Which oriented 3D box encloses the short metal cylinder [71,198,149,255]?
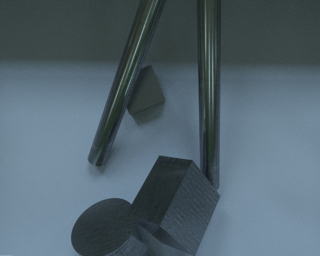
[{"bbox_3d":[-0.059,0.133,0.376,0.080,0.080,0.050,-19,125,-1],"label":"short metal cylinder"}]

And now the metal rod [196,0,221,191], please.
[{"bbox_3d":[0.056,-0.057,0.351,0.025,0.025,0.298,-5,115,0],"label":"metal rod"}]

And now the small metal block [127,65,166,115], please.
[{"bbox_3d":[-0.025,-0.050,0.411,0.050,0.025,0.050,-22,90,-1],"label":"small metal block"}]

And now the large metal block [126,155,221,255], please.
[{"bbox_3d":[0.020,0.090,0.366,0.080,0.050,0.080,52,57,-36],"label":"large metal block"}]

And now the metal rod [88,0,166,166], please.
[{"bbox_3d":[-0.030,-0.079,0.347,0.025,0.025,0.298,24,116,-1],"label":"metal rod"}]
